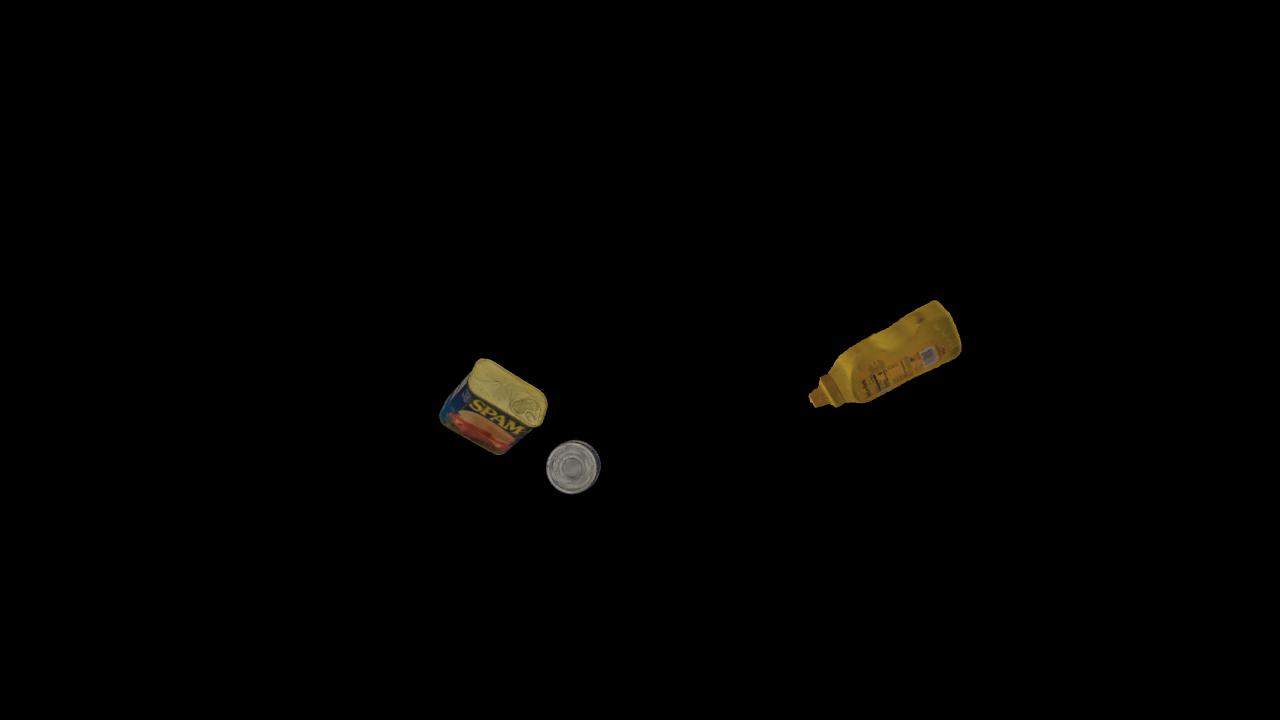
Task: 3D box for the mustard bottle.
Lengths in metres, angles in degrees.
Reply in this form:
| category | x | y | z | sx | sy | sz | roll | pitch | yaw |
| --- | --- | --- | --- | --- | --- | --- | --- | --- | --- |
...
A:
| category | x | y | z | sx | sy | sz | roll | pitch | yaw |
| --- | --- | --- | --- | --- | --- | --- | --- | --- | --- |
| mustard bottle | 0.289 | 0.007 | 0.746 | 0.184 | 0.054 | 0.092 | -31 | -42 | 11 |

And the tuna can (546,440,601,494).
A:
| category | x | y | z | sx | sy | sz | roll | pitch | yaw |
| --- | --- | --- | --- | --- | --- | --- | --- | --- | --- |
| tuna can | -0.106 | 0.170 | 0.976 | 0.084 | 0.084 | 0.034 | 0 | -4 | 3 |

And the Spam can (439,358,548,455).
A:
| category | x | y | z | sx | sy | sz | roll | pitch | yaw |
| --- | --- | --- | --- | --- | --- | --- | --- | --- | --- |
| Spam can | -0.177 | 0.059 | 0.737 | 0.101 | 0.058 | 0.085 | 35 | -51 | -20 |
